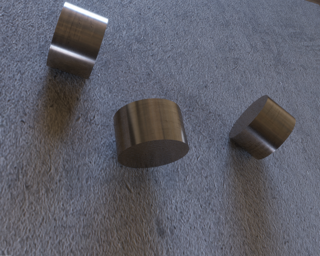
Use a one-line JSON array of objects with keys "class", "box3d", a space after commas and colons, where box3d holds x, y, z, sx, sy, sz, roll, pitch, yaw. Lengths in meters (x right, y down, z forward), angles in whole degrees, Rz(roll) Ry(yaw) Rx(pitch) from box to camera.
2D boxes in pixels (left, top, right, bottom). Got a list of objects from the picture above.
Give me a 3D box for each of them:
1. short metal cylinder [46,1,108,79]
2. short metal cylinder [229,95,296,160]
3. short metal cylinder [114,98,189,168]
[{"class": "short metal cylinder", "box3d": [-0.101, -0.105, 0.378, 0.050, 0.080, 0.080, 18, 55, -18]}, {"class": "short metal cylinder", "box3d": [0.146, -0.001, 0.447, 0.050, 0.080, 0.080, 39, 51, -2]}, {"class": "short metal cylinder", "box3d": [-0.011, 0.008, 0.357, 0.081, 0.080, 0.050, 4, 60, -26]}]
